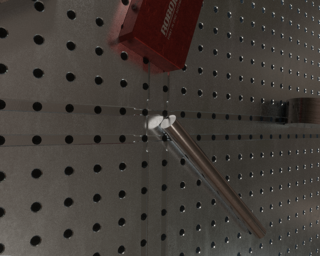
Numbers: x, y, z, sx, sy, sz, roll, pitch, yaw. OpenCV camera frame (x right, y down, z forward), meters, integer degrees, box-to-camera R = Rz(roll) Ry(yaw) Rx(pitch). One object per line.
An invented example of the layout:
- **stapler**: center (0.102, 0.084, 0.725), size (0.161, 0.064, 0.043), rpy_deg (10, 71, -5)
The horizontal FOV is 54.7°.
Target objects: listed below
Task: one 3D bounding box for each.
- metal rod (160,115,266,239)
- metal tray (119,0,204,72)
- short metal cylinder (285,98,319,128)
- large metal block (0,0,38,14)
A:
- **metal rod**: center (0.096, 0.091, 0.492), size (0.300, 0.025, 0.025), rpy_deg (49, 61, -29)
- **metal tray**: center (0.007, -0.153, 0.414), size (0.090, 0.030, 0.130), rpy_deg (27, 73, -37)
- **short metal cylinder**: center (0.297, -0.029, 0.627), size (0.081, 0.080, 0.050), rpy_deg (9, 84, -40)
- **large metal block**: center (-0.137, -0.157, 0.279), size (0.080, 0.050, 0.080), rpy_deg (-40, 115, -33)
